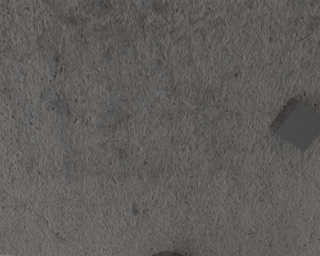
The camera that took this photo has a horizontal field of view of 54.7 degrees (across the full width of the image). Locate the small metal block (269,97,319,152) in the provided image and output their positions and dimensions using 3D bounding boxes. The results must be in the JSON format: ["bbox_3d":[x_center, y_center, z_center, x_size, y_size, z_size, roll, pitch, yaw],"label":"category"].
[{"bbox_3d":[0.183,-0.005,0.410,0.050,0.025,0.050,30,107,-11],"label":"small metal block"}]

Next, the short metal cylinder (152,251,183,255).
[{"bbox_3d":[0.012,0.244,0.486,0.081,0.050,0.079,0,110,0],"label":"short metal cylinder"}]
